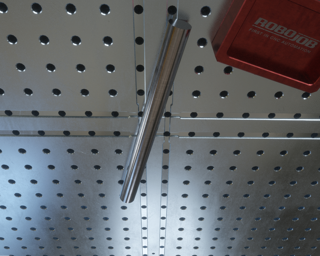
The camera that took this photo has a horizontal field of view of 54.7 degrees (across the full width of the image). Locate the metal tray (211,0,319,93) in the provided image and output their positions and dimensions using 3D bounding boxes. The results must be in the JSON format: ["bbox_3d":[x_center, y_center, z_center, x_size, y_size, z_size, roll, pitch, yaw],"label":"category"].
[{"bbox_3d":[0.133,-0.096,0.328,0.131,0.030,0.089,15,128,-13],"label":"metal tray"}]

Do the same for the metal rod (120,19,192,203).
[{"bbox_3d":[-0.016,0.003,0.413,0.025,0.025,0.298,11,129,-10],"label":"metal rod"}]
